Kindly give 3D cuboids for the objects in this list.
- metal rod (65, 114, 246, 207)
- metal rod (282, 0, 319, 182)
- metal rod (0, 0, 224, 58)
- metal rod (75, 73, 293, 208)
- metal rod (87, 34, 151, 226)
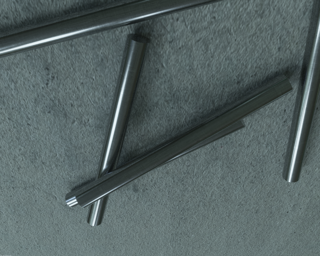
[{"bbox_3d":[-0.020,0.052,0.451,0.300,0.025,0.025,-27,125,21],"label":"metal rod"},{"bbox_3d":[0.180,-0.039,0.376,0.025,0.025,0.298,-6,130,5],"label":"metal rod"},{"bbox_3d":[-0.088,-0.104,0.316,0.301,0.025,0.025,-11,129,9],"label":"metal rod"},{"bbox_3d":[0.022,0.021,0.390,0.300,0.025,0.025,-30,125,10],"label":"metal rod"},{"bbox_3d":[-0.062,0.024,0.406,0.025,0.025,0.298,12,123,-11],"label":"metal rod"}]
